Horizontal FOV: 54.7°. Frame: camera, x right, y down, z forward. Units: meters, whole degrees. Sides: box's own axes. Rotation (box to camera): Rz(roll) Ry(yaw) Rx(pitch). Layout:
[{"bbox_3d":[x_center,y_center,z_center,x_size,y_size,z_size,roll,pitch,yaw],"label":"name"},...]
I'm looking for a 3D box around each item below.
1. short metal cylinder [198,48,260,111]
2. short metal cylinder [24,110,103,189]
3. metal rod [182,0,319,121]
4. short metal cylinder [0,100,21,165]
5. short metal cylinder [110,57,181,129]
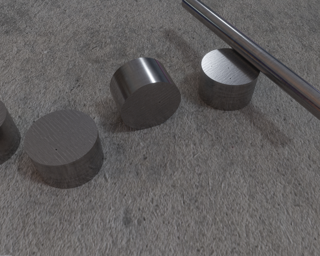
[{"bbox_3d":[0.098,-0.070,0.447,0.081,0.050,0.080,0,50,0],"label":"short metal cylinder"},{"bbox_3d":[-0.110,0.024,0.366,0.081,0.050,0.080,0,50,0],"label":"short metal cylinder"},{"bbox_3d":[0.121,-0.112,0.432,0.025,0.025,0.300,-24,54,-19],"label":"metal rod"},{"bbox_3d":[-0.222,0.006,0.380,0.081,0.050,0.080,0,50,0],"label":"short metal cylinder"},{"bbox_3d":[-0.020,-0.044,0.404,0.081,0.080,0.050,-17,52,-14],"label":"short metal cylinder"}]
